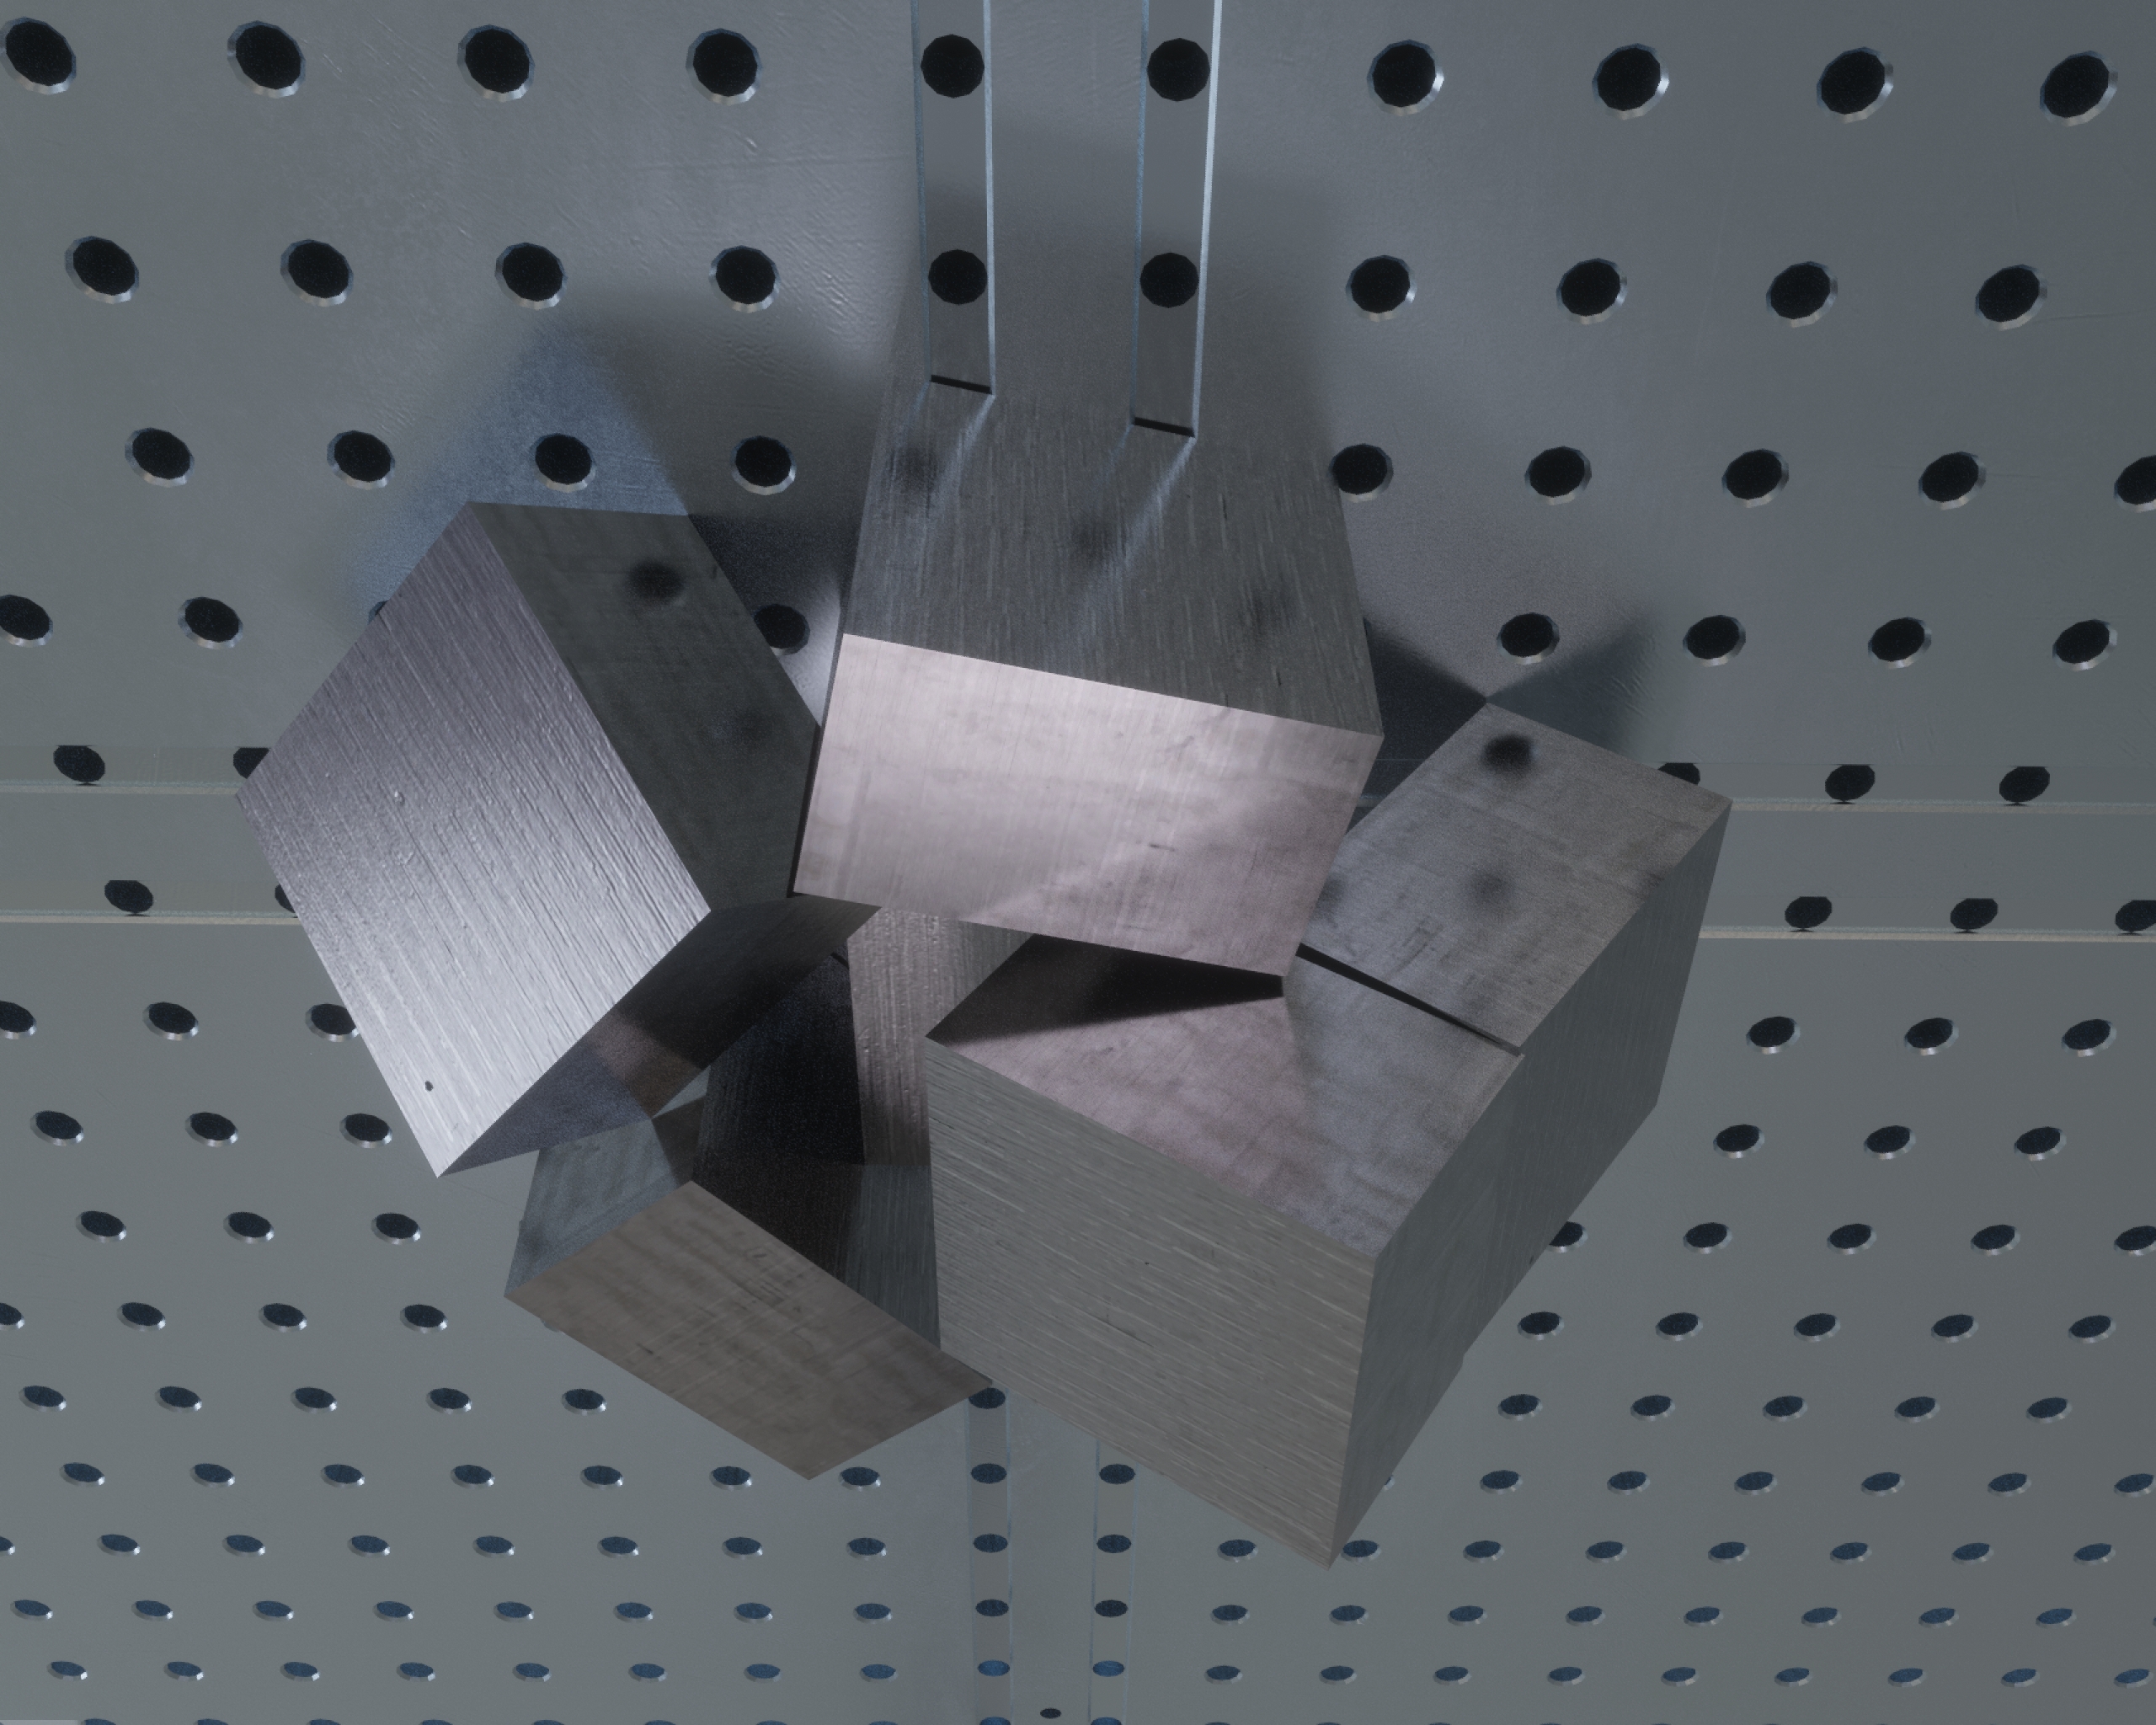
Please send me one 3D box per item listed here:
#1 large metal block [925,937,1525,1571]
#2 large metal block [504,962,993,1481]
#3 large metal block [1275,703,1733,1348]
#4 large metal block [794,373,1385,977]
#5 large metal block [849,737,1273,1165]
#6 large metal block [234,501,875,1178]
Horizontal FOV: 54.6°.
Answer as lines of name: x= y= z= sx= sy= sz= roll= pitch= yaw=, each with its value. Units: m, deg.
large metal block: x=0.023 y=0.060 z=0.355 sx=0.080 sy=0.050 sz=0.080 roll=23 pitch=134 yaw=25
large metal block: x=-0.062 y=0.066 z=0.429 sx=0.050 sy=0.080 sz=0.080 roll=-33 pitch=123 yaw=24
large metal block: x=0.074 y=0.030 z=0.390 sx=0.050 sy=0.080 sz=0.080 roll=26 pitch=136 yaw=28
large metal block: x=0.001 y=-0.033 z=0.348 sx=0.080 sy=0.080 sz=0.050 roll=10 pitch=129 yaw=-8
large metal block: x=-0.001 y=0.014 z=0.407 sx=0.080 sy=0.050 sz=0.080 roll=1 pitch=130 yaw=-1
large metal block: x=-0.089 y=-0.005 z=0.362 sx=0.080 sy=0.080 sz=0.050 roll=-41 pitch=163 yaw=29
